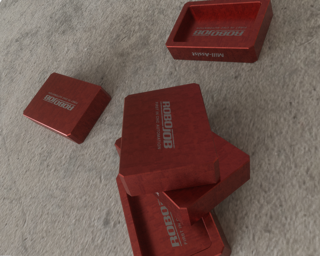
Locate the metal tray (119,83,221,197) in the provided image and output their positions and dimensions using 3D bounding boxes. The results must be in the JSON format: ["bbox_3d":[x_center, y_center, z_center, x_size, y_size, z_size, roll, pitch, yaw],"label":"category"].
[{"bbox_3d":[0.007,0.006,0.331,0.090,0.030,0.130,-10,40,5],"label":"metal tray"}]

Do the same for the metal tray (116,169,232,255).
[{"bbox_3d":[0.009,0.091,0.338,0.090,0.030,0.130,-28,52,10],"label":"metal tray"}]

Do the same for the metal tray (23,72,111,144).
[{"bbox_3d":[-0.152,-0.036,0.500,0.130,0.030,0.090,20,72,35],"label":"metal tray"}]

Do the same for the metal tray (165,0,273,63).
[{"bbox_3d":[0.083,-0.140,0.442,0.130,0.030,0.090,11,67,32],"label":"metal tray"}]

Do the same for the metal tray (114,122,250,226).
[{"bbox_3d":[0.021,0.034,0.342,0.091,0.030,0.130,-32,43,-20],"label":"metal tray"}]
